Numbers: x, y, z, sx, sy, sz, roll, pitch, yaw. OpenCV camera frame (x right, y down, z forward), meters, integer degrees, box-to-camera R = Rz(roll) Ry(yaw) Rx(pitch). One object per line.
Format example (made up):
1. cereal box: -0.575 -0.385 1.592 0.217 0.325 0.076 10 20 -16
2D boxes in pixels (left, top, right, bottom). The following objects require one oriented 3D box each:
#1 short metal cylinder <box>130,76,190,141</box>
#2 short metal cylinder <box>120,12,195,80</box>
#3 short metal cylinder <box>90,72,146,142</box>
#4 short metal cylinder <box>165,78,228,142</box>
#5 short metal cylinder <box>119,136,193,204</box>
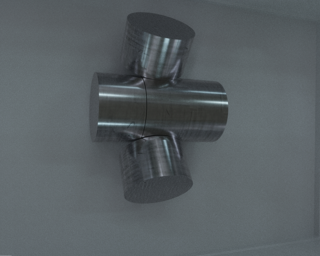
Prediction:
1. short metal cylinder: -0.004 -0.022 0.378 0.050 0.080 0.080 1 90 -20
2. short metal cylinder: -0.004 -0.099 0.370 0.081 0.080 0.050 2 127 -20
3. short metal cylinder: -0.052 -0.023 0.361 0.050 0.080 0.080 1 90 -20
4. short metal cylinder: 0.044 -0.022 0.396 0.050 0.080 0.080 1 90 -20
5. short metal cylinder: -0.006 0.052 0.370 0.081 0.080 0.050 0 56 -20
